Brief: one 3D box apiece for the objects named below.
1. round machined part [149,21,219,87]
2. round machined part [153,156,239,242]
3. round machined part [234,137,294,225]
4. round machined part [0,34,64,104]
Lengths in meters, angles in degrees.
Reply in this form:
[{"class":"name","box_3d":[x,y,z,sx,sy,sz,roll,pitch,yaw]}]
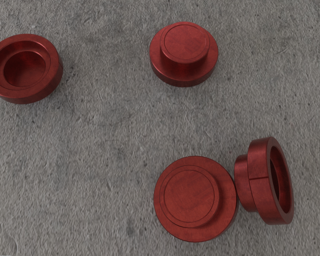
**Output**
[{"class":"round machined part","box_3d":[0.034,-0.111,0.440,0.099,0.042,0.098,0,70,0]},{"class":"round machined part","box_3d":[0.038,0.079,0.354,0.098,0.042,0.098,-6,71,19]},{"class":"round machined part","box_3d":[0.118,0.061,0.358,0.042,0.098,0.098,-15,66,32]},{"class":"round machined part","box_3d":[-0.182,-0.077,0.426,0.099,0.042,0.098,0,70,0]}]
